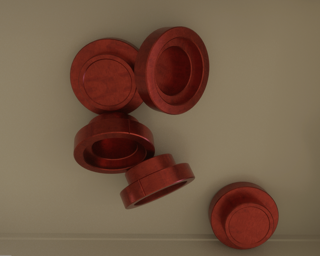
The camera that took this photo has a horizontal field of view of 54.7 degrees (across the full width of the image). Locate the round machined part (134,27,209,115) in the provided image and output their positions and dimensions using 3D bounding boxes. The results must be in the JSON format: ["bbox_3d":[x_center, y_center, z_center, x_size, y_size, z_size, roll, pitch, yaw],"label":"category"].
[{"bbox_3d":[0.009,-0.067,0.360,0.099,0.042,0.097,-14,111,-39],"label":"round machined part"}]

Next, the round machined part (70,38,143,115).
[{"bbox_3d":[-0.061,-0.059,0.380,0.099,0.042,0.097,0,110,-1],"label":"round machined part"}]

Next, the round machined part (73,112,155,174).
[{"bbox_3d":[-0.057,0.016,0.392,0.099,0.042,0.097,-6,145,-4],"label":"round machined part"}]

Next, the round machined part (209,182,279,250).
[{"bbox_3d":[0.122,0.130,0.443,0.099,0.042,0.097,0,100,-2],"label":"round machined part"}]

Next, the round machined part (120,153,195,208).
[{"bbox_3d":[-0.007,0.067,0.407,0.098,0.098,0.042,-28,73,9],"label":"round machined part"}]
